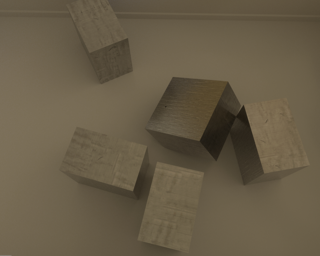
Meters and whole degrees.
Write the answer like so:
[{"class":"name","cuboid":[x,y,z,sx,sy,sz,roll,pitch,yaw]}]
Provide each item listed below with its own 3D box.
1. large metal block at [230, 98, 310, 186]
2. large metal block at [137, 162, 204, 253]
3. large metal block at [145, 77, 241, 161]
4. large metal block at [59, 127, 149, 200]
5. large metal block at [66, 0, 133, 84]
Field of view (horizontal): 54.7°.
[{"class":"large metal block","cuboid":[0.126,0.020,0.375,0.050,0.080,0.080,-9,71,-4]},{"class":"large metal block","cuboid":[0.012,0.091,0.348,0.050,0.080,0.080,13,71,4]},{"class":"large metal block","cuboid":[0.042,-0.014,0.383,0.080,0.050,0.080,12,67,39]},{"class":"large metal block","cuboid":[-0.059,0.045,0.363,0.080,0.080,0.050,15,71,5]},{"class":"large metal block","cuboid":[-0.079,-0.120,0.423,0.050,0.080,0.080,-25,72,-9]}]
